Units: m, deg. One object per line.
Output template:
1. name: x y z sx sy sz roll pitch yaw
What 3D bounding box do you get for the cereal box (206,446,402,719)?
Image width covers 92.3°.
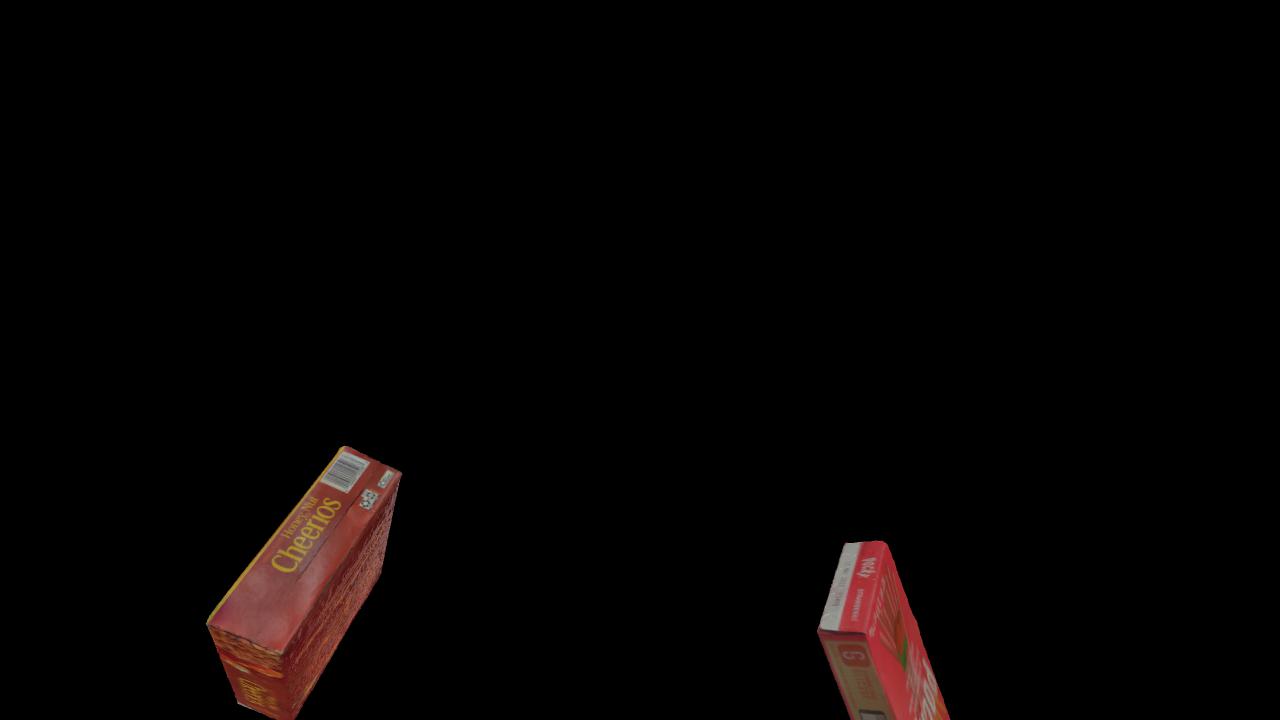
1. cereal box: -0.364 0.261 0.689 0.081 0.203 0.306 26 -45 -6

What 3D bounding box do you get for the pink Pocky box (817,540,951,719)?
1. pink Pocky box: 0.150 0.195 0.361 0.029 0.155 0.084 -16 10 33
